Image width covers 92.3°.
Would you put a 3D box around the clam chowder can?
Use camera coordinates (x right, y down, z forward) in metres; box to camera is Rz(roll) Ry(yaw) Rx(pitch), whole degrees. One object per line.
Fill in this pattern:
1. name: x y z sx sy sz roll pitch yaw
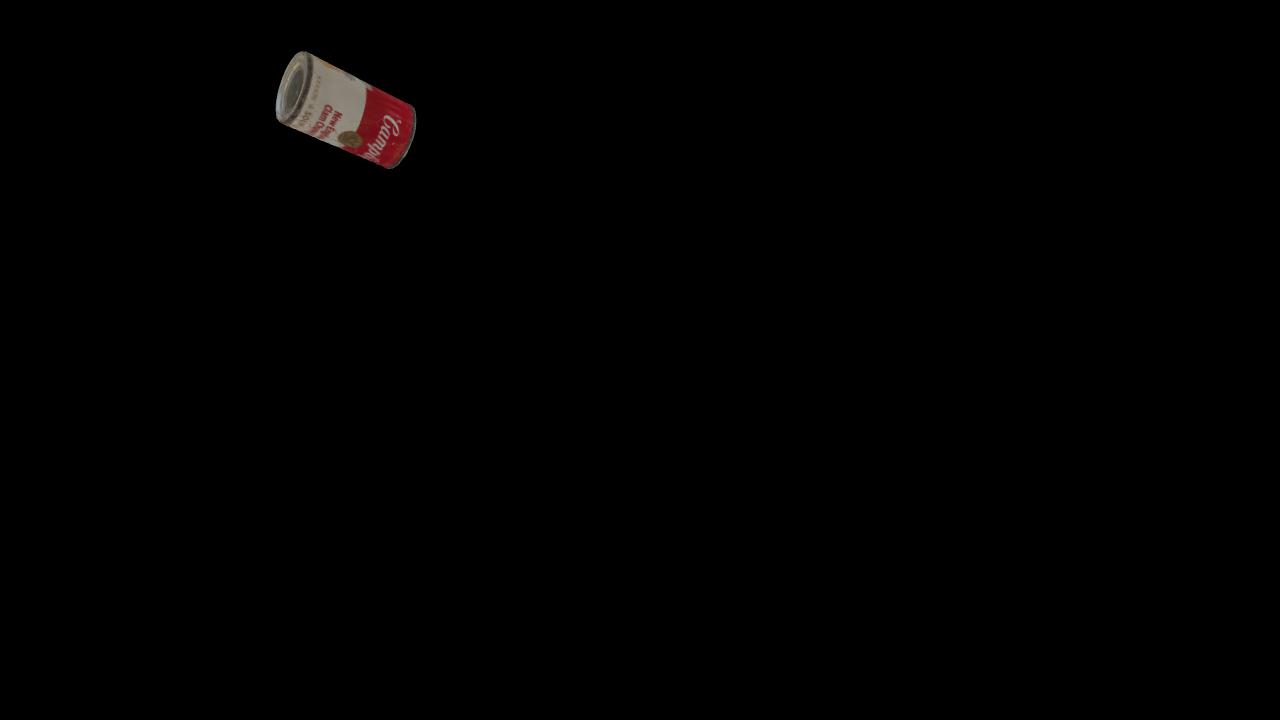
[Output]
1. clam chowder can: -0.273 -0.231 0.576 0.068 0.068 0.102 0 -10 40
